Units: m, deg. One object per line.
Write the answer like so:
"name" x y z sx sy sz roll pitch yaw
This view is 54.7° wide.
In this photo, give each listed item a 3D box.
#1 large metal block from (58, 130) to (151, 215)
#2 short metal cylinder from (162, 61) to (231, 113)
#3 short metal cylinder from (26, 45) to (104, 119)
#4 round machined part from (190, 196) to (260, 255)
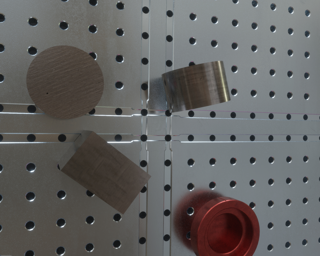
"large metal block" -0.067 0.047 0.359 0.080 0.080 0.050 40 77 -16
"short metal cylinder" 0.047 -0.052 0.400 0.081 0.080 0.050 -14 95 -20
"short metal cylinder" -0.110 -0.050 0.359 0.081 0.050 0.079 0 90 -20
"round machined part" 0.087 0.145 0.436 0.099 0.042 0.097 0 90 -20
